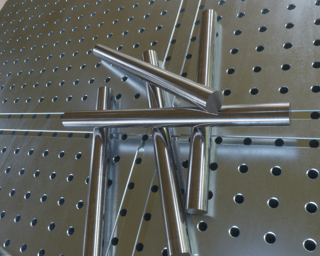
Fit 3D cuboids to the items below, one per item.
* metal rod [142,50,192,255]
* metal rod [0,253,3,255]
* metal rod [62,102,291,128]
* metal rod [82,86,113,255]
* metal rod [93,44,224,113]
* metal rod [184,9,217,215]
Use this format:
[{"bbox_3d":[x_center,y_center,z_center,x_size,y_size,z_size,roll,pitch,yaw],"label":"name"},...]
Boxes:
[{"bbox_3d":[0.002,0.009,0.402,0.025,0.025,0.300,-20,54,16],"label":"metal rod"},{"bbox_3d":[-0.163,0.198,0.373,0.300,0.025,0.025,16,70,34],"label":"metal rod"},{"bbox_3d":[-0.001,-0.013,0.383,0.300,0.025,0.025,0,62,28],"label":"metal rod"},{"bbox_3d":[-0.081,0.069,0.409,0.025,0.025,0.300,-16,55,19],"label":"metal rod"},{"bbox_3d":[-0.025,-0.082,0.438,0.025,0.025,0.300,-49,41,-6],"label":"metal rod"},{"bbox_3d":[0.057,-0.041,0.404,0.025,0.025,0.300,-6,59,25],"label":"metal rod"}]
